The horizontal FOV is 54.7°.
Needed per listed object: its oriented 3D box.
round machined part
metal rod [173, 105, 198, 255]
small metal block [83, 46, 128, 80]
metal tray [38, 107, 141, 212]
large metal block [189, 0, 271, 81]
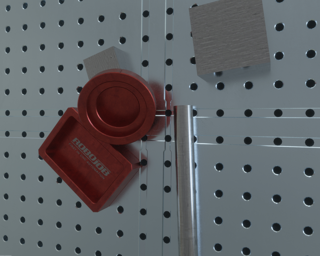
[{"bbox_3d":[-0.054,-0.030,0.407,0.099,0.042,0.097,0,113,1],"label":"round machined part"},{"bbox_3d":[0.035,0.120,0.399,0.025,0.025,0.298,-2,89,19],"label":"metal rod"},{"bbox_3d":[-0.074,-0.080,0.438,0.050,0.025,0.050,-19,84,18],"label":"small metal block"},{"bbox_3d":[-0.103,0.043,0.444,0.130,0.030,0.090,42,103,15],"label":"metal tray"},{"bbox_3d":[0.084,-0.105,0.369,0.080,0.050,0.080,-8,88,19],"label":"large metal block"}]
